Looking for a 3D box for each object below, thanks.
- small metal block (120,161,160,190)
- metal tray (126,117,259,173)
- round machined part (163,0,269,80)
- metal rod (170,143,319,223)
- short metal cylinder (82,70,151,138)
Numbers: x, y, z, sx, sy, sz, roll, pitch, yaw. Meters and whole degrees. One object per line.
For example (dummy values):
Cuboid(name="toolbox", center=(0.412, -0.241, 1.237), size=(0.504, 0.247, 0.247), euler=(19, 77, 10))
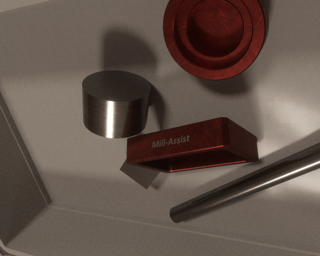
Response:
Cuboid(name="small metal block", center=(-0.024, 0.054, 0.454), size=(0.050, 0.025, 0.050), euler=(36, 129, 3))
Cuboid(name="metal tray", center=(0.037, 0.026, 0.364), size=(0.130, 0.090, 0.030), euler=(-13, 68, 33))
Cuboid(name="round machined part", center=(0.056, -0.100, 0.305), size=(0.098, 0.042, 0.097), euler=(13, 124, 20))
Cuboid(name="metal rod", center=(0.121, 0.067, 0.385), size=(0.025, 0.025, 0.299), euler=(49, 128, -7))
Cuboid(name="short metal cylinder", center=(-0.054, -0.031, 0.381), size=(0.080, 0.080, 0.050), euler=(20, 126, 16))
